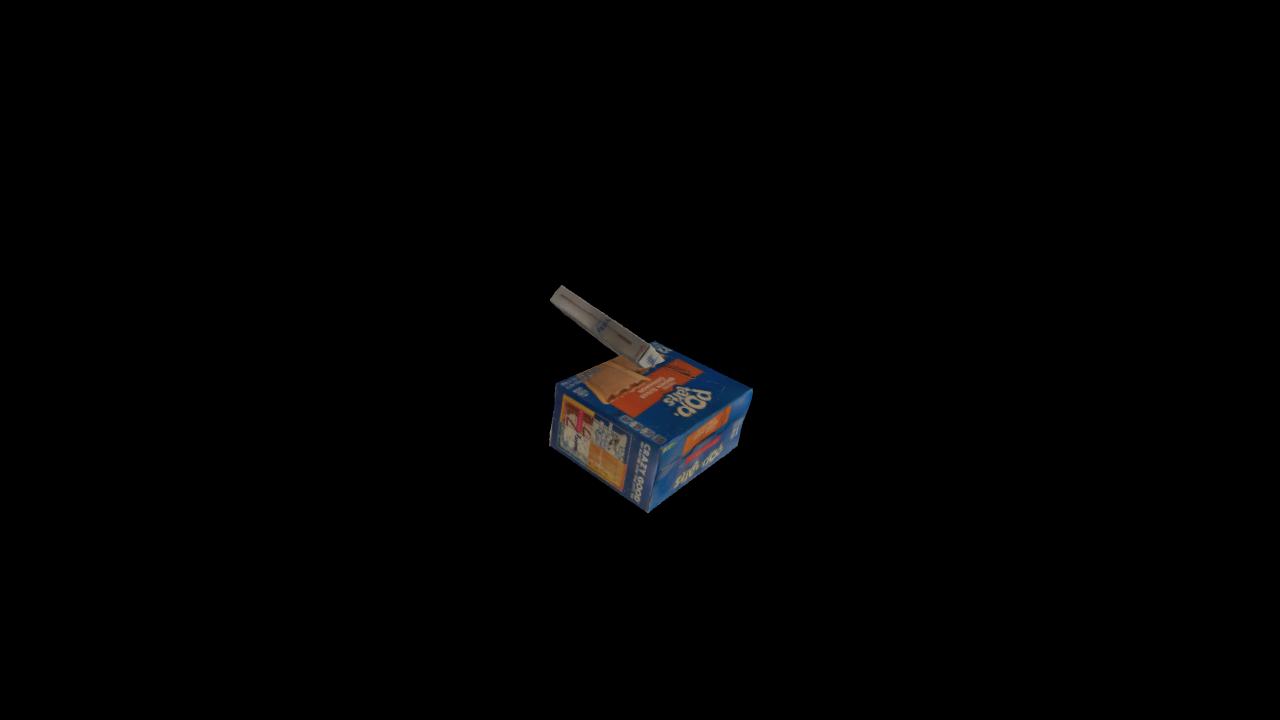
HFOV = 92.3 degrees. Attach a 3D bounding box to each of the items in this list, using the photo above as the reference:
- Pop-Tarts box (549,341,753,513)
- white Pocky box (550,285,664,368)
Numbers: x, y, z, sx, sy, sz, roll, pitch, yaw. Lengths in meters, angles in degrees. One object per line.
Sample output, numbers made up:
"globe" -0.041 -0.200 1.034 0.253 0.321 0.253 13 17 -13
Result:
"Pop-Tarts box" 0.013 0.061 0.660 0.141 0.083 0.167 28 34 31
"white Pocky box" -0.033 -0.029 0.726 0.154 0.028 0.084 36 -4 32
